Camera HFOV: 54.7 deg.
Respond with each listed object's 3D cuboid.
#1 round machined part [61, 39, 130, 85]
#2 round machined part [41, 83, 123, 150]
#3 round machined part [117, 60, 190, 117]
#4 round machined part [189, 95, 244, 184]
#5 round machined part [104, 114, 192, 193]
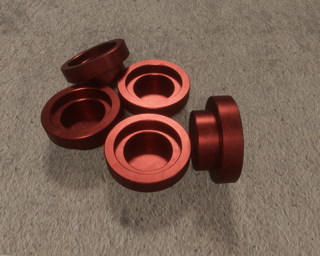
[{"bbox_3d":[-0.088,-0.088,0.448,0.098,0.042,0.098,-19,28,11],"label":"round machined part"},{"bbox_3d":[-0.096,-0.010,0.396,0.099,0.042,0.098,-3,48,3],"label":"round machined part"},{"bbox_3d":[-0.008,-0.049,0.433,0.099,0.042,0.098,0,50,0],"label":"round machined part"},{"bbox_3d":[0.058,0.013,0.346,0.042,0.097,0.098,-3,50,-2],"label":"round machined part"},{"bbox_3d":[-0.014,0.033,0.365,0.099,0.042,0.098,1,50,0],"label":"round machined part"}]
